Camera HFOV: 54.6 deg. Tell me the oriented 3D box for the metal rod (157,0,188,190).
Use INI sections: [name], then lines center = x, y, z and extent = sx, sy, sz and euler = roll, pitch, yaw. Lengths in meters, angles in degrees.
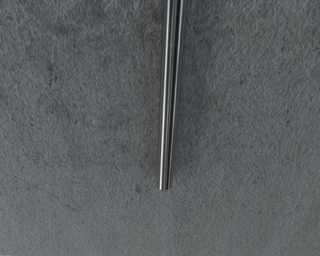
[metal rod]
center = 0.011, -0.027, 0.383
extent = 0.025, 0.025, 0.298
euler = 1, 130, -1
